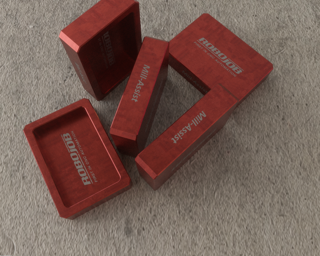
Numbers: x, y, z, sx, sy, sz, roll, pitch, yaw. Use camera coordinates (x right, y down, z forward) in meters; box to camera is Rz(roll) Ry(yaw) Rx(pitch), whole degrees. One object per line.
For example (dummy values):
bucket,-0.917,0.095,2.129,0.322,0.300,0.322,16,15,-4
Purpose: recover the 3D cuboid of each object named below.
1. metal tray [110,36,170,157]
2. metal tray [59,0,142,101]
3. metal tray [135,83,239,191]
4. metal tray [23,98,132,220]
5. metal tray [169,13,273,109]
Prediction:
metal tray,-0.021,-0.035,0.387,0.030,0.090,0.130,16,71,5
metal tray,-0.065,-0.097,0.388,0.030,0.130,0.090,42,75,13
metal tray,0.031,0.014,0.370,0.130,0.090,0.030,-42,76,-14
metal tray,-0.103,0.037,0.392,0.090,0.030,0.130,-27,73,-10
metal tray,0.081,-0.094,0.442,0.090,0.030,0.130,-43,76,-14
